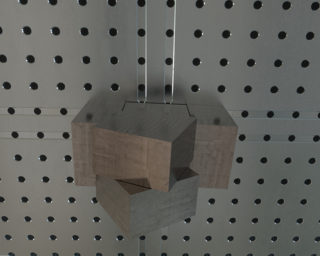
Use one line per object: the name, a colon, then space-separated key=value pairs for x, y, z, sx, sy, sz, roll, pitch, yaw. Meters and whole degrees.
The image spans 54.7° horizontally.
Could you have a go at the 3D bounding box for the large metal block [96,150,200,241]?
large metal block: x=-0.016 y=0.065 z=0.337 sx=0.081 sy=0.080 sz=0.050 roll=-10 pitch=114 yaw=-32

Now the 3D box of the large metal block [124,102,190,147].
large metal block: x=-0.007 y=0.013 z=0.403 sx=0.081 sy=0.050 sz=0.079 roll=2 pitch=110 yaw=-2

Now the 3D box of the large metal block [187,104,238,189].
large metal block: x=0.058 y=0.020 z=0.392 sx=0.050 sy=0.080 sz=0.079 roll=4 pitch=110 yaw=-2

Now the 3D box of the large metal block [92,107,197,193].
large metal block: x=-0.013 y=0.017 z=0.322 sx=0.080 sy=0.080 sz=0.050 roll=11 pitch=111 yaw=20

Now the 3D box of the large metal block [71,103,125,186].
large metal block: x=-0.074 y=0.018 z=0.390 sx=0.050 sy=0.080 sz=0.079 roll=2 pitch=110 yaw=-1
